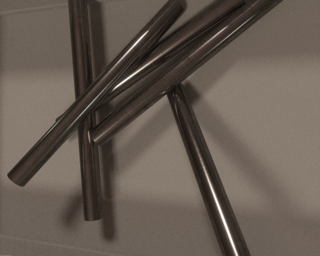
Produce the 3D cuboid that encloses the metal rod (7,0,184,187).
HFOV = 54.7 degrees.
[{"bbox_3d":[-0.078,-0.047,0.393,0.025,0.025,0.300,41,86,15],"label":"metal rod"}]

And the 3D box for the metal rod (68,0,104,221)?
[{"bbox_3d":[-0.100,-0.028,0.416,0.025,0.025,0.298,-6,87,19],"label":"metal rod"}]

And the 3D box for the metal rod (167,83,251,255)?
[{"bbox_3d":[0.056,0.069,0.325,0.025,0.025,0.299,-29,56,17],"label":"metal rod"}]

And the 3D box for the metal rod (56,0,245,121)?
[{"bbox_3d":[-0.024,-0.082,0.417,0.300,0.025,0.025,-32,80,16],"label":"metal rod"}]

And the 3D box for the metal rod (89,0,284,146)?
[{"bbox_3d":[0.034,-0.078,0.378,0.300,0.025,0.025,-38,78,8],"label":"metal rod"}]
